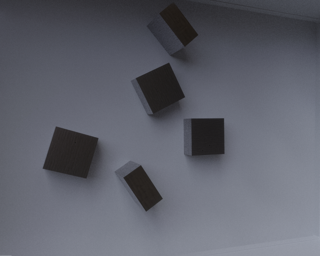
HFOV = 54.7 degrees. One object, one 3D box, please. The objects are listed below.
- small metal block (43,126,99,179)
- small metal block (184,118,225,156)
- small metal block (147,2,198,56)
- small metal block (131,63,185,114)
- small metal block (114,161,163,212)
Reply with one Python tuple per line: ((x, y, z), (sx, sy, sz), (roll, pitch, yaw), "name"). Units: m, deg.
((-0.107, 0.029, 0.371), (0.050, 0.025, 0.050), (17, 84, -19), "small metal block")
((0.061, 0.012, 0.433), (0.050, 0.025, 0.050), (-1, 90, -20), "small metal block")
((0.015, -0.127, 0.402), (0.025, 0.050, 0.050), (-44, 104, -14), "small metal block")
((-0.003, -0.052, 0.409), (0.050, 0.025, 0.050), (-29, 100, -18), "small metal block")
((-0.028, 0.071, 0.387), (0.025, 0.050, 0.050), (-35, 102, -16), "small metal block")
